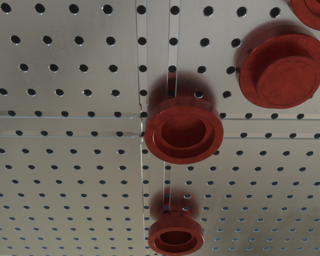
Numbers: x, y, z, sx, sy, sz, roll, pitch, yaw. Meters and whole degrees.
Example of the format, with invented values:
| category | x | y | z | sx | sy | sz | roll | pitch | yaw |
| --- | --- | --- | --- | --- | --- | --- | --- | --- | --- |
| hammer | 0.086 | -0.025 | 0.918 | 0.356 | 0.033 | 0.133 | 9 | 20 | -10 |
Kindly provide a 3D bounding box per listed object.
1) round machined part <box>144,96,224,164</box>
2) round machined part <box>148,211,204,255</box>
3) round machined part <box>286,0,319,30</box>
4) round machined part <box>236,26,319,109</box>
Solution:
| category | x | y | z | sx | sy | sz | roll | pitch | yaw |
| --- | --- | --- | --- | --- | --- | --- | --- | --- | --- |
| round machined part | 0.030 | -0.001 | 0.399 | 0.099 | 0.042 | 0.097 | 0 | 130 | 0 |
| round machined part | 0.028 | 0.188 | 0.560 | 0.099 | 0.042 | 0.097 | 0 | 130 | 0 |
| round machined part | 0.162 | -0.142 | 0.280 | 0.099 | 0.042 | 0.097 | 0 | 130 | 0 |
| round machined part | 0.139 | -0.060 | 0.350 | 0.099 | 0.042 | 0.097 | 0 | 130 | 0 |
